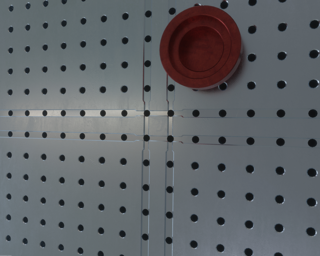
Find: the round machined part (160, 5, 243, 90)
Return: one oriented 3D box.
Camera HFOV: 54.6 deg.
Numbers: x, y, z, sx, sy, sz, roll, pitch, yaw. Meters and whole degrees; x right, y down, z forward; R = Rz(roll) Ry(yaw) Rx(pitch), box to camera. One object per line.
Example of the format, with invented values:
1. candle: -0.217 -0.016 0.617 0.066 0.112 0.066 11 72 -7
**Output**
1. round machined part: 0.053 -0.096 0.385 0.098 0.042 0.097 0 90 20
